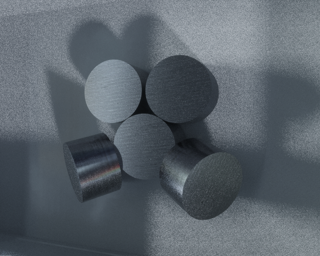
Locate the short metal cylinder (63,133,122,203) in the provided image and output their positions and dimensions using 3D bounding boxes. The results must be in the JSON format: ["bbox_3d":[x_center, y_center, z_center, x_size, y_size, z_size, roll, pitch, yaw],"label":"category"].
[{"bbox_3d":[-0.089,0.051,0.404,0.050,0.080,0.080,-16,83,-26],"label":"short metal cylinder"}]

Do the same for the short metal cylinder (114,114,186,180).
[{"bbox_3d":[-0.011,0.022,0.397,0.080,0.050,0.079,0,90,19],"label":"short metal cylinder"}]

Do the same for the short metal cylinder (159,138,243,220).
[{"bbox_3d":[0.047,0.057,0.356,0.050,0.081,0.080,30,103,57],"label":"short metal cylinder"}]

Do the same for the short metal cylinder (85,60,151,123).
[{"bbox_3d":[-0.051,-0.046,0.412,0.080,0.050,0.079,0,90,19],"label":"short metal cylinder"}]

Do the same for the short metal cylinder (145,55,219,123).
[{"bbox_3d":[0.029,-0.046,0.385,0.080,0.050,0.079,0,90,19],"label":"short metal cylinder"}]
